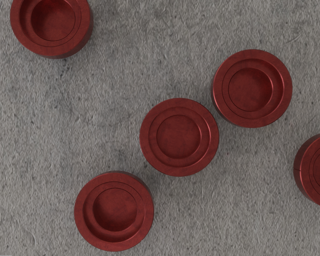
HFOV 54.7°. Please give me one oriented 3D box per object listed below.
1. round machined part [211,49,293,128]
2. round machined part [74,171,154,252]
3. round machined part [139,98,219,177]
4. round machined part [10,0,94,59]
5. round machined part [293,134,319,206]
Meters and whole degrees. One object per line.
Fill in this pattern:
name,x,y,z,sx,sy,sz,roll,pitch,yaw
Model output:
round machined part,0.115,-0.049,0.402,0.099,0.042,0.097,0,90,0
round machined part,-0.056,0.104,0.401,0.099,0.042,0.097,0,90,0
round machined part,0.024,0.011,0.401,0.099,0.042,0.097,0,90,0
round machined part,-0.135,-0.137,0.400,0.099,0.042,0.097,0,90,0
round machined part,0.222,0.053,0.403,0.099,0.042,0.097,0,90,0
